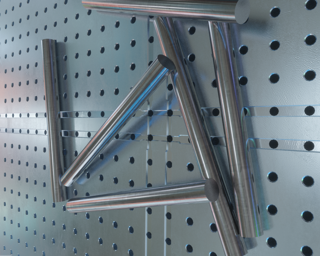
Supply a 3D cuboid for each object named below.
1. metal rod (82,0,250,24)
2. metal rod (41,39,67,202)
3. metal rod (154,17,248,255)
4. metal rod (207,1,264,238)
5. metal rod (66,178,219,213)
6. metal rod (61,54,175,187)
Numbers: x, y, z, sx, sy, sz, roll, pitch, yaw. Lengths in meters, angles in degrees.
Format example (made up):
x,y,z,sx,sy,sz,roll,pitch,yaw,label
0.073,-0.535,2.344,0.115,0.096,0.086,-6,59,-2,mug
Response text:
x,y,z,sx,sy,sz,roll,pitch,yaw,label
-0.018,-0.161,0.405,0.300,0.025,0.025,25,106,43,metal rod
-0.196,-0.016,0.573,0.025,0.025,0.299,-10,84,40,metal rod
0.044,-0.001,0.373,0.025,0.025,0.299,-26,74,37,metal rod
0.078,-0.034,0.345,0.025,0.025,0.299,-12,82,39,metal rod
-0.048,0.100,0.432,0.299,0.025,0.025,-18,78,44,metal rod
-0.078,0.007,0.457,0.299,0.025,0.025,-45,63,36,metal rod
